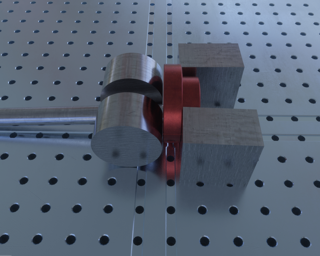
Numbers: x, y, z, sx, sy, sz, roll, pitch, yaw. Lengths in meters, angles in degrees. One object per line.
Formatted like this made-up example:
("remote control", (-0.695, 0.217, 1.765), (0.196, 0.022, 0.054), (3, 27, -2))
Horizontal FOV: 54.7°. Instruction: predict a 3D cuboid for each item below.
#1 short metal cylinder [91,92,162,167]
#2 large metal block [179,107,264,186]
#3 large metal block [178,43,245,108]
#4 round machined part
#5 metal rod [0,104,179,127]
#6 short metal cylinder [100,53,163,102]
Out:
("short metal cylinder", (-0.037, 0.004, 0.367), (0.080, 0.080, 0.050), (1, 51, 1))
("large metal block", (0.064, 0.023, 0.354), (0.080, 0.080, 0.050), (2, 50, 2))
("large metal block", (0.065, -0.069, 0.431), (0.081, 0.080, 0.050), (0, 50, 0))
("round machined part", (0.026, -0.030, 0.385), (0.042, 0.097, 0.098), (1, 50, 1))
("metal rod", (-0.119, -0.016, 0.405), (0.302, 0.025, 0.025), (-1, 50, 4))
("short metal cylinder", (-0.036, -0.053, 0.416), (0.080, 0.080, 0.050), (1, 51, 0))
